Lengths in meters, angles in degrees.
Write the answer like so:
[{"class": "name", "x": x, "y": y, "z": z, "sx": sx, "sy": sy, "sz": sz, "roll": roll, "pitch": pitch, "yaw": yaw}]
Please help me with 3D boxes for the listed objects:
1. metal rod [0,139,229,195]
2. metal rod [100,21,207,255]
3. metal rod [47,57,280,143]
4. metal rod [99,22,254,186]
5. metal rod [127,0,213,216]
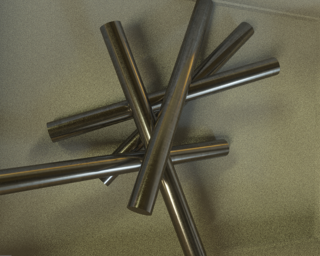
[{"class": "metal rod", "x": -0.039, "y": 0.041, "z": 0.368, "sx": 0.303, "sy": 0.025, "sz": 0.025, "roll": -6, "pitch": 92, "yaw": -30}, {"class": "metal rod", "x": -0.005, "y": 0.023, "z": 0.360, "sx": 0.025, "sy": 0.025, "sz": 0.299, "roll": -21, "pitch": 93, "yaw": -19}, {"class": "metal rod", "x": 0.013, "y": -0.039, "z": 0.391, "sx": 0.302, "sy": 0.025, "sz": 0.025, "roll": -17, "pitch": 96, "yaw": -11}, {"class": "metal rod", "x": 0.027, "y": -0.041, "z": 0.420, "sx": 0.301, "sy": 0.025, "sz": 0.025, "roll": -46, "pitch": 105, "yaw": -14}, {"class": "metal rod", "x": 0.021, "y": -0.047, "z": 0.366, "sx": 0.025, "sy": 0.025, "sz": 0.300, "roll": 28, "pitch": 61, "yaw": -18}]
